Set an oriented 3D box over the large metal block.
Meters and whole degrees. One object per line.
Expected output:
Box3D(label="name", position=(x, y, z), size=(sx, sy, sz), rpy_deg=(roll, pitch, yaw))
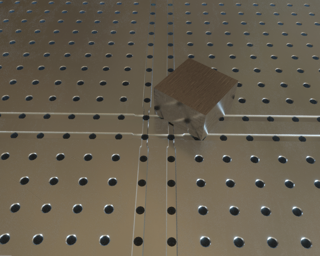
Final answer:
Box3D(label="large metal block", position=(0.048, -0.042, 0.427), size=(0.080, 0.050, 0.080), rpy_deg=(31, 57, 23))
